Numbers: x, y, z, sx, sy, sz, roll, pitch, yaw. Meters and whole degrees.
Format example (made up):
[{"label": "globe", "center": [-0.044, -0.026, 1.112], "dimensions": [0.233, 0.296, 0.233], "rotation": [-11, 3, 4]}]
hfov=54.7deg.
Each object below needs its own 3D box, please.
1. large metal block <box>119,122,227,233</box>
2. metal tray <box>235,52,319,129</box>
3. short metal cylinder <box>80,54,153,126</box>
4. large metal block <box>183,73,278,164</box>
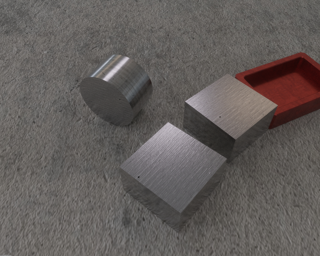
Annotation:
[{"label": "large metal block", "center": [0.014, 0.052, 0.343], "dimensions": [0.080, 0.050, 0.080], "rotation": [33, 57, 24]}, {"label": "metal tray", "center": [0.184, -0.058, 0.449], "dimensions": [0.131, 0.030, 0.090], "rotation": [-20, 53, -17]}, {"label": "short metal cylinder", "center": [-0.057, -0.049, 0.408], "dimensions": [0.080, 0.080, 0.050], "rotation": [22, 54, 17]}, {"label": "large metal block", "center": [0.088, -0.014, 0.400], "dimensions": [0.080, 0.050, 0.080], "rotation": [-34, 58, -25]}]
